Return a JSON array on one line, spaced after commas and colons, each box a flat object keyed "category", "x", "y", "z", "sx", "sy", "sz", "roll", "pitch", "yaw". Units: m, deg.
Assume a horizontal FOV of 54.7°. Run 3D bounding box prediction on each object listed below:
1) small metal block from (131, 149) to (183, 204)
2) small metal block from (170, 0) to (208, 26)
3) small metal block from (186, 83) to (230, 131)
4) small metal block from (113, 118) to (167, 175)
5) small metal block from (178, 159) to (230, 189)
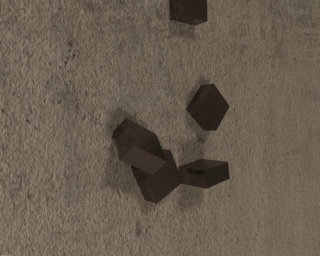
[{"category": "small metal block", "x": -0.003, "y": 0.062, "z": 0.404, "sx": 0.050, "sy": 0.025, "sz": 0.050, "roll": -33, "pitch": 111, "yaw": -35}, {"category": "small metal block", "x": 0.041, "y": -0.178, "z": 0.441, "sx": 0.050, "sy": 0.025, "sz": 0.050, "roll": -3, "pitch": 92, "yaw": -40}, {"category": "small metal block", "x": 0.074, "y": -0.031, "z": 0.469, "sx": 0.050, "sy": 0.025, "sz": 0.050, "roll": 48, "pitch": 62, "yaw": -30}, {"category": "small metal block", "x": -0.024, "y": 0.022, "z": 0.368, "sx": 0.050, "sy": 0.050, "sz": 0.025, "roll": 30, "pitch": 114, "yaw": -36}, {"category": "small metal block", "x": 0.063, "y": 0.064, "z": 0.444, "sx": 0.050, "sy": 0.050, "sz": 0.025, "roll": -12, "pitch": 98, "yaw": -40}]
